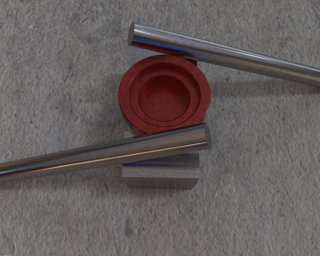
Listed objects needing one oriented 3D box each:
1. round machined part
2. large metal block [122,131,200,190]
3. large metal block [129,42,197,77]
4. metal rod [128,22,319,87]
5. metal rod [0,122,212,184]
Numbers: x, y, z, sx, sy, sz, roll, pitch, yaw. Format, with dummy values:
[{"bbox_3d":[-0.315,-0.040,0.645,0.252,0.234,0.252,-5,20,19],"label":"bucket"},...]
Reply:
[{"bbox_3d":[0.005,-0.030,0.349,0.099,0.042,0.098,0,70,-1],"label":"round machined part"},{"bbox_3d":[0.001,0.041,0.365,0.081,0.080,0.050,1,70,0],"label":"large metal block"},{"bbox_3d":[0.004,-0.072,0.406,0.081,0.080,0.050,1,70,0],"label":"large metal block"},{"bbox_3d":[0.109,-0.083,0.384,0.302,0.025,0.025,7,69,-21],"label":"metal rod"},{"bbox_3d":[-0.094,0.035,0.336,0.301,0.025,0.025,-12,69,19],"label":"metal rod"}]
